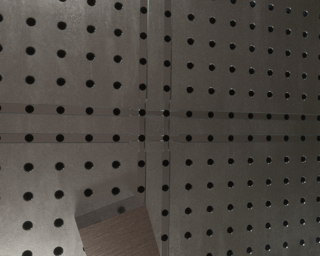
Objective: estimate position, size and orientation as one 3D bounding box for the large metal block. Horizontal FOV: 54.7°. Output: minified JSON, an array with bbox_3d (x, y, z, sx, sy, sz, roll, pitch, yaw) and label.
[{"bbox_3d":[-0.052,0.140,0.381,0.081,0.050,0.080,-17,96,-20],"label":"large metal block"}]
